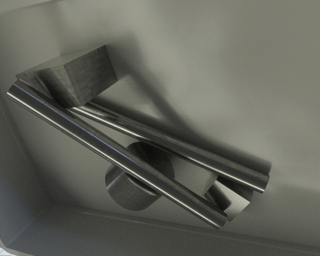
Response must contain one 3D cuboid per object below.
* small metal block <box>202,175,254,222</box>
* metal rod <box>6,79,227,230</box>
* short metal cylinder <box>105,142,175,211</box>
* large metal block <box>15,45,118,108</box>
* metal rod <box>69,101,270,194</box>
[{"bbox_3d":[0.088,0.091,0.416,0.050,0.025,0.050,33,129,6],"label":"small metal block"},{"bbox_3d":[-0.042,0.038,0.376,0.301,0.025,0.025,34,130,-11],"label":"metal rod"},{"bbox_3d":[-0.027,0.066,0.424,0.080,0.080,0.050,42,129,-2],"label":"short metal cylinder"},{"bbox_3d":[-0.115,-0.063,0.392,0.080,0.080,0.050,-4,117,29],"label":"large metal block"},{"bbox_3d":[-0.005,0.014,0.417,0.301,0.025,0.025,23,127,14],"label":"metal rod"}]
